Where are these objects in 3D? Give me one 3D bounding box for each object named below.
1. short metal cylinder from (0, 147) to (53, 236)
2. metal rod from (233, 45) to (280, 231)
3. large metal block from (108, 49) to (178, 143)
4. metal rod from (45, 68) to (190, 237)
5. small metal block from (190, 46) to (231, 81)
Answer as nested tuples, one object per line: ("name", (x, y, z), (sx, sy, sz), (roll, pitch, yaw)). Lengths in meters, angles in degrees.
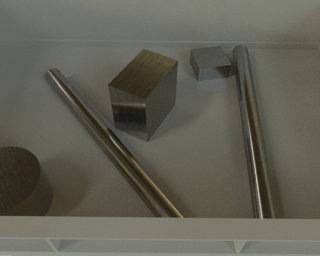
("short metal cylinder", (-0.162, 0.067, 0.331), (0.081, 0.050, 0.080), (0, 50, 0))
("metal rod", (0.122, -0.013, 0.417), (0.025, 0.025, 0.300), (3, 50, 2))
("large metal block", (-0.019, -0.042, 0.405), (0.050, 0.080, 0.080), (23, 54, 18))
("metal rod", (-0.071, 0.012, 0.394), (0.025, 0.025, 0.300), (-30, 57, -23))
("small metal block", (0.079, -0.103, 0.493), (0.050, 0.025, 0.050), (-9, 51, -8))
